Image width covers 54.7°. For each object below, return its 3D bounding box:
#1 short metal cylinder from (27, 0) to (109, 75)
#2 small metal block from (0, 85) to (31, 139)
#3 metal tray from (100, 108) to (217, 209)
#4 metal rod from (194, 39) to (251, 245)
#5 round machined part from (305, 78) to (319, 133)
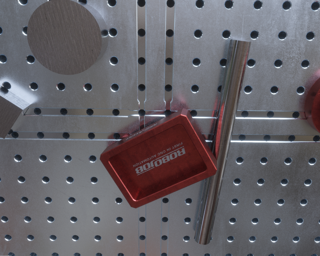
[{"bbox_3d":[-0.104,-0.106,0.360,0.081,0.050,0.079,0,110,-1],"label":"short metal cylinder"},{"bbox_3d":[-0.208,-0.022,0.402,0.050,0.025,0.050,35,106,-13],"label":"small metal block"},{"bbox_3d":[-0.002,0.043,0.412,0.130,0.030,0.090,-27,102,16],"label":"metal tray"},{"bbox_3d":[0.081,0.032,0.426,0.025,0.025,0.298,6,110,-3],"label":"metal rod"},{"bbox_3d":[0.245,-0.027,0.398,0.099,0.042,0.097,0,110,-1],"label":"round machined part"}]
